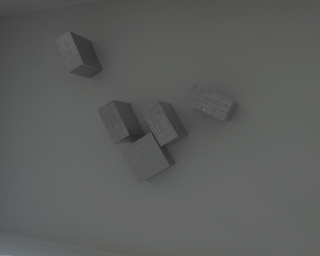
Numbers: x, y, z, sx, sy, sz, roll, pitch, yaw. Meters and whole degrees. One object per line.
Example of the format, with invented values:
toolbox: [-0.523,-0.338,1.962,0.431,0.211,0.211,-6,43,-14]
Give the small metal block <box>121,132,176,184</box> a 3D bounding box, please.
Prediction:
small metal block: [-0.016,0.039,0.415,0.050,0.025,0.050,-32,80,17]

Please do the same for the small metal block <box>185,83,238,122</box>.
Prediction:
small metal block: [0.064,-0.030,0.374,0.050,0.050,0.025,27,99,17]

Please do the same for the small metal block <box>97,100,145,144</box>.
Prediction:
small metal block: [-0.051,-0.008,0.414,0.025,0.050,0.050,-29,81,17]

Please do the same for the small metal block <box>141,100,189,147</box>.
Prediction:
small metal block: [0.008,-0.005,0.394,0.025,0.050,0.050,-32,80,17]

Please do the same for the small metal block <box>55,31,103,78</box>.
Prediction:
small metal block: [-0.112,-0.102,0.435,0.025,0.050,0.050,-27,82,18]
